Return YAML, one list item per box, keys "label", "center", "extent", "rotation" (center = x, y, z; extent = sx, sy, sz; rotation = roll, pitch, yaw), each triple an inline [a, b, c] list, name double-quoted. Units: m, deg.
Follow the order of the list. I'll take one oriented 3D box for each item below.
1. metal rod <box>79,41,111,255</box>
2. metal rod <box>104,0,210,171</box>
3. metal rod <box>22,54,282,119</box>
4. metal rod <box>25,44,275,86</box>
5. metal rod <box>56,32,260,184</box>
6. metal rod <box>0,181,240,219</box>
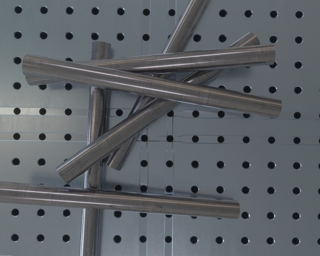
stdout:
- label: "metal rod"
  center: [-0.087, 0.037, 0.412]
  extent: [0.025, 0.025, 0.298]
  rotation: [4, 90, 0]
- label: "metal rod"
  center: [0.006, -0.081, 0.413]
  extent: [0.025, 0.025, 0.299]
  rotation: [28, 90, 0]
- label: "metal rod"
  center: [-0.006, -0.048, 0.368]
  extent: [0.302, 0.025, 0.025]
  rotation: [10, 90, -4]
- label: "metal rod"
  center: [-0.014, -0.078, 0.383]
  extent: [0.301, 0.025, 0.025]
  rotation: [-5, 90, 3]
- label: "metal rod"
  center: [0.004, -0.030, 0.393]
  extent: [0.301, 0.025, 0.025]
  rotation: [-36, 90, -8]
- label: "metal rod"
  center: [-0.046, 0.093, 0.392]
  extent: [0.302, 0.025, 0.025]
  rotation: [6, 90, -8]
